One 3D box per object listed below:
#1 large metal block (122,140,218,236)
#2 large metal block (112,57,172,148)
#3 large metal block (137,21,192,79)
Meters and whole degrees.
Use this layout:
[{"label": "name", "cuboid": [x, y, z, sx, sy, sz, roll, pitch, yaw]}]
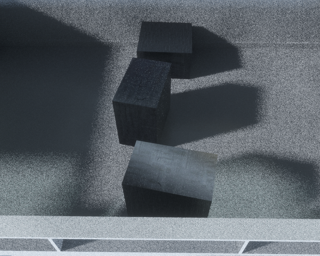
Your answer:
[{"label": "large metal block", "cuboid": [0.011, 0.063, 0.316, 0.080, 0.080, 0.050, 9, 51, 8]}, {"label": "large metal block", "cuboid": [-0.019, -0.030, 0.394, 0.050, 0.080, 0.080, 10, 51, 8]}, {"label": "large metal block", "cuboid": [0.009, -0.125, 0.493, 0.080, 0.050, 0.080, 3, 50, 2]}]
